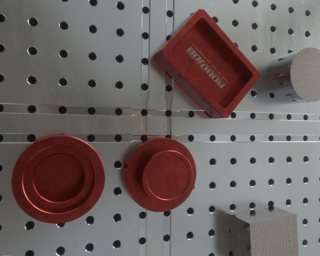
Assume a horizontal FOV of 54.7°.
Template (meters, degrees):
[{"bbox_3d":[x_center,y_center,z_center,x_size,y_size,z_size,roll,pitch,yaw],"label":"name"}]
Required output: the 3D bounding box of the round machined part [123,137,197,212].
[{"bbox_3d":[0.004,0.061,0.405,0.099,0.042,0.097,0,90,-20],"label":"round machined part"}]

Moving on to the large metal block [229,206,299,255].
[{"bbox_3d":[0.153,0.166,0.456,0.081,0.050,0.079,-4,91,-20],"label":"large metal block"}]

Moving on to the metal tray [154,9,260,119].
[{"bbox_3d":[0.068,-0.087,0.434,0.130,0.030,0.090,43,76,-15],"label":"metal tray"}]

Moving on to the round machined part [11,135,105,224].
[{"bbox_3d":[-0.117,0.056,0.361,0.099,0.042,0.097,0,90,-20],"label":"round machined part"}]

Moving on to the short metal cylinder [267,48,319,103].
[{"bbox_3d":[0.215,-0.078,0.478,0.081,0.050,0.080,0,90,-20],"label":"short metal cylinder"}]
